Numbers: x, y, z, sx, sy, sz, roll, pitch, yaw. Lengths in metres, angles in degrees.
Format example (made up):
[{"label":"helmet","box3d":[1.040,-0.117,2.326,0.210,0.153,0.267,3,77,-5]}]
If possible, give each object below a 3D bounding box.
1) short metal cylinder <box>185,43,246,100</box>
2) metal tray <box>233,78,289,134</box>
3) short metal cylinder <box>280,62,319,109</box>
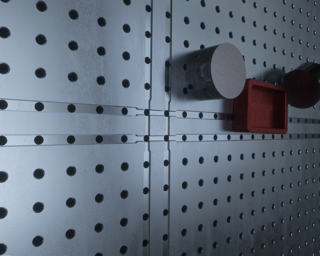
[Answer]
[{"label":"short metal cylinder","box3d":[0.084,-0.082,0.462,0.081,0.050,0.080,0,90,-40]},{"label":"metal tray","box3d":[0.185,-0.035,0.560,0.131,0.030,0.089,3,88,-40]},{"label":"short metal cylinder","box3d":[0.288,-0.085,0.614,0.050,0.080,0.080,-31,109,-36]}]
